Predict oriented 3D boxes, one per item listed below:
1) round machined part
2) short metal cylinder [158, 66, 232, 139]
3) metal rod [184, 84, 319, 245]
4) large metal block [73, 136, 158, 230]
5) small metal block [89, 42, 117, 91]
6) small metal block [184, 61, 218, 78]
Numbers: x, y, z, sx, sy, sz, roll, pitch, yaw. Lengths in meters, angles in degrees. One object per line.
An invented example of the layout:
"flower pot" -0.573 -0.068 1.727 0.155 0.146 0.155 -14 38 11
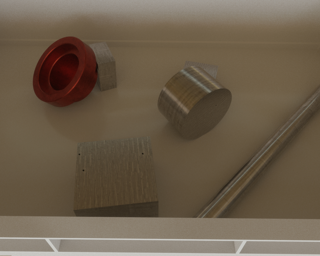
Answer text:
"round machined part" -0.127 -0.075 0.435 0.098 0.042 0.098 -10 68 27
"short metal cylinder" 0.044 -0.032 0.397 0.081 0.080 0.050 -28 56 -22
"metal rod" 0.138 0.027 0.384 0.025 0.025 0.302 37 59 26
"large metal block" -0.046 0.059 0.339 0.081 0.050 0.080 -5 50 -5
"small metal block" -0.085 -0.093 0.465 0.025 0.050 0.050 -16 52 -17
"small metal block" 0.058 -0.073 0.467 0.050 0.025 0.050 11 51 9
